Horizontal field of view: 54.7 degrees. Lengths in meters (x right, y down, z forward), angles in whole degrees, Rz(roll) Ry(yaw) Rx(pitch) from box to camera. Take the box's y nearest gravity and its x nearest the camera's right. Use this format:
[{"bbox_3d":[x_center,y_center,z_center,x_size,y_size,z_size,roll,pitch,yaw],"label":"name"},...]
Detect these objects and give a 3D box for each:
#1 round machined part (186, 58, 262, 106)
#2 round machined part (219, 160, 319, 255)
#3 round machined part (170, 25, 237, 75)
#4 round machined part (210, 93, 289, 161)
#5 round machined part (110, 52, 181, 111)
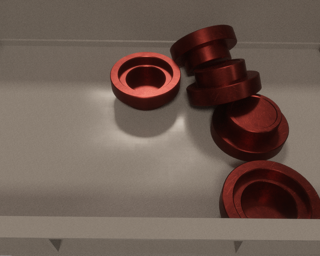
[{"bbox_3d":[0.083,-0.065,0.418,0.098,0.042,0.098,-13,16,4],"label":"round machined part"},{"bbox_3d":[0.111,0.086,0.324,0.099,0.042,0.098,0,50,0],"label":"round machined part"},{"bbox_3d":[0.068,-0.111,0.463,0.099,0.098,0.042,-16,85,-13],"label":"round machined part"},{"bbox_3d":[0.118,-0.008,0.402,0.099,0.042,0.098,0,50,0],"label":"round machined part"},{"bbox_3d":[-0.020,-0.063,0.447,0.099,0.042,0.098,0,50,0],"label":"round machined part"}]
